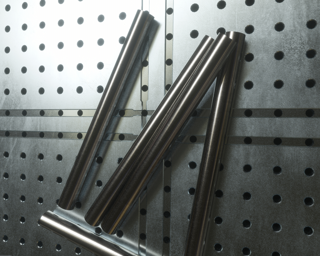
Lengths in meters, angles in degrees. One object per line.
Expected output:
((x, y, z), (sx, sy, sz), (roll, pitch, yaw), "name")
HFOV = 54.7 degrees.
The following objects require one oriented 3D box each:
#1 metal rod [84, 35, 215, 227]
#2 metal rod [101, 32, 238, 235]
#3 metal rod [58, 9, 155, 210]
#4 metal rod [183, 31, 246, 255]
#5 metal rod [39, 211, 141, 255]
((-0.015, 0.011, 0.417), (0.025, 0.025, 0.299), (37, 101, 16), "metal rod")
((0.004, 0.019, 0.396), (0.025, 0.025, 0.298), (36, 106, 16), "metal rod")
((-0.079, -0.020, 0.439), (0.025, 0.025, 0.298), (27, 98, 17), "metal rod")
((0.066, 0.032, 0.388), (0.025, 0.025, 0.298), (11, 94, 19), "metal rod")
((-0.039, 0.184, 0.425), (0.301, 0.025, 0.025), (19, 96, 18), "metal rod")
